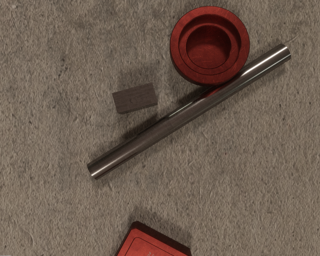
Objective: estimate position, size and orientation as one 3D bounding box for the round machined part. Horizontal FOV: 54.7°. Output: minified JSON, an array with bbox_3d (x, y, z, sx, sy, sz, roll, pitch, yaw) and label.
[{"bbox_3d":[0.062,-0.102,0.401,0.099,0.042,0.097,0,88,1],"label":"round machined part"}]

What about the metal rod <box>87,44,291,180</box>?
[{"bbox_3d":[0.038,-0.022,0.410,0.301,0.025,0.025,-32,90,-1],"label":"metal rod"}]

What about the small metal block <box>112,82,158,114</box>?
[{"bbox_3d":[-0.030,-0.037,0.397,0.050,0.050,0.025,-15,90,0],"label":"small metal block"}]

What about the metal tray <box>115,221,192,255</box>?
[{"bbox_3d":[-0.026,0.202,0.407,0.090,0.030,0.130,28,90,-1],"label":"metal tray"}]
